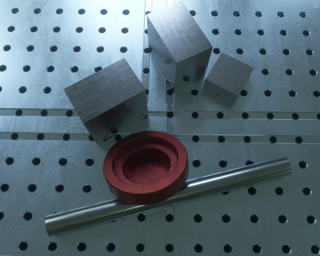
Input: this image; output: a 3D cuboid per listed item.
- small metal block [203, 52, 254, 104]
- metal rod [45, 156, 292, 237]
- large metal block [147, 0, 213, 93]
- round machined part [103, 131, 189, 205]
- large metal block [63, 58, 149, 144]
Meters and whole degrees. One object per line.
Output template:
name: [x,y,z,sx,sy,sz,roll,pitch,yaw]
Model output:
small metal block: [0.097,-0.071,0.438,0.050,0.025,0.050,29,72,10]
metal rod: [0.015,0.082,0.381,0.302,0.025,0.025,-13,71,-5]
large metal block: [0.024,-0.108,0.422,0.050,0.080,0.080,-26,72,-9]
round machined part: [-0.015,0.051,0.370,0.099,0.042,0.098,-5,42,4]
large metal block: [-0.064,-0.031,0.393,0.080,0.080,0.050,-30,73,-10]
